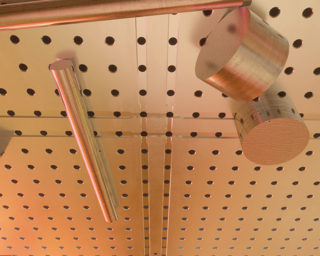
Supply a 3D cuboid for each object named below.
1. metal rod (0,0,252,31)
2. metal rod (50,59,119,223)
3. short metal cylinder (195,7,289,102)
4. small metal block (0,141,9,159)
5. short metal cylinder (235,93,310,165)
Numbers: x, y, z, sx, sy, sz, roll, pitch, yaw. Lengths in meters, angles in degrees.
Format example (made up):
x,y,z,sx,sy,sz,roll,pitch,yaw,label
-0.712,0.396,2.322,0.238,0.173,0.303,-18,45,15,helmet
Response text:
x,y,z,sx,sy,sz,roll,pitch,yaw,label
-0.063,-0.119,0.308,0.302,0.025,0.025,-5,130,3,metal rod
-0.098,0.042,0.445,0.025,0.025,0.298,-4,130,3,metal rod
0.080,-0.073,0.314,0.050,0.080,0.080,27,125,-21,short metal cylinder
-0.254,0.034,0.438,0.050,0.025,0.050,31,123,-24,small metal block
0.141,0.002,0.398,0.081,0.050,0.079,0,130,0,short metal cylinder
